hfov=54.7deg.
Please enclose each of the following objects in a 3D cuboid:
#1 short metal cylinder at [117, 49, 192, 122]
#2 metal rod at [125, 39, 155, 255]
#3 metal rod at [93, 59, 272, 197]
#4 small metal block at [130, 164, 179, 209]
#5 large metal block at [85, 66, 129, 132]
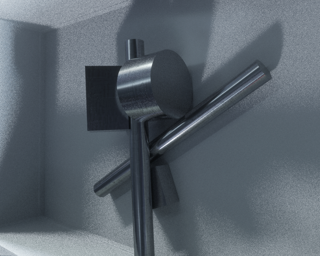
[{"bbox_3d":[-0.004,-0.048,0.370,0.050,0.081,0.080,-5,87,38],"label":"short metal cylinder"},{"bbox_3d":[-0.025,0.038,0.390,0.025,0.025,0.298,-6,85,39],"label":"metal rod"},{"bbox_3d":[0.007,0.018,0.396,0.299,0.025,0.025,-38,67,33],"label":"metal rod"},{"bbox_3d":[-0.008,0.080,0.410,0.050,0.025,0.050,-27,74,36],"label":"small metal block"},{"bbox_3d":[-0.072,-0.036,0.420,0.080,0.050,0.080,165,102,-80],"label":"large metal block"}]
